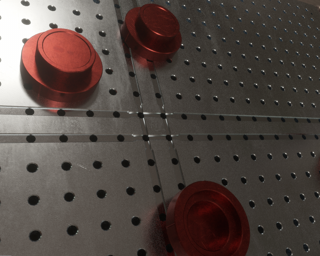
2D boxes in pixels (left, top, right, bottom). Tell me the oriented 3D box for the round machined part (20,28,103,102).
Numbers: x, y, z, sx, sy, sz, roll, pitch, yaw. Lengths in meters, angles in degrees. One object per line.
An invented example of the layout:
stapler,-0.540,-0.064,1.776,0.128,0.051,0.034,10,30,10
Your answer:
round machined part,-0.119,-0.084,0.385,0.099,0.042,0.098,14,56,-21

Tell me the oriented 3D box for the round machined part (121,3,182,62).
round machined part,-0.008,-0.157,0.490,0.099,0.042,0.098,14,56,-21

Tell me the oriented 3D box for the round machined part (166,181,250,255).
round machined part,0.051,0.114,0.357,0.099,0.042,0.098,14,56,-21
